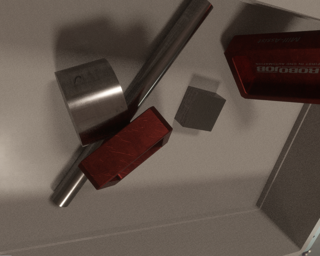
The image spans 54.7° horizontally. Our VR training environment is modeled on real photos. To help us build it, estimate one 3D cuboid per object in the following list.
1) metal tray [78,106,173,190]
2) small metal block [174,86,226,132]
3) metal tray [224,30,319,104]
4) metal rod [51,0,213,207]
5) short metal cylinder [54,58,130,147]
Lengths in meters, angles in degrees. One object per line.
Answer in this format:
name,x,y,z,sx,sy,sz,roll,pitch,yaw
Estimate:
metal tray,-0.033,0.026,0.348,0.090,0.030,0.130,-39,174,-6
small metal block,0.055,-0.026,0.425,0.050,0.025,0.050,9,114,-33
metal tray,0.155,-0.073,0.382,0.030,0.130,0.090,-59,136,-24
metal rod,-0.039,-0.025,0.373,0.025,0.025,0.299,30,102,-38
short metal cylinder,-0.070,-0.026,0.320,0.050,0.080,0.079,-21,127,-16
